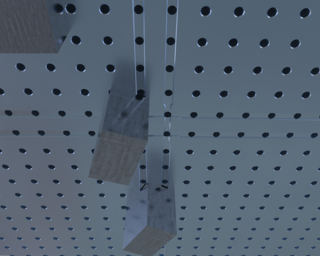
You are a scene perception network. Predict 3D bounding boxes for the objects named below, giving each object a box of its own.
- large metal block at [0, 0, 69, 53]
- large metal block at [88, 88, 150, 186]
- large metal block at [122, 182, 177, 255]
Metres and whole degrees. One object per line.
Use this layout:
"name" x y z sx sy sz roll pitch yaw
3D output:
"large metal block" -0.139 -0.118 0.292 0.081 0.050 0.079 0 130 -1
"large metal block" -0.050 0.011 0.384 0.050 0.080 0.079 14 129 -12
"large metal block" -0.017 0.149 0.502 0.050 0.080 0.080 24 126 -19
